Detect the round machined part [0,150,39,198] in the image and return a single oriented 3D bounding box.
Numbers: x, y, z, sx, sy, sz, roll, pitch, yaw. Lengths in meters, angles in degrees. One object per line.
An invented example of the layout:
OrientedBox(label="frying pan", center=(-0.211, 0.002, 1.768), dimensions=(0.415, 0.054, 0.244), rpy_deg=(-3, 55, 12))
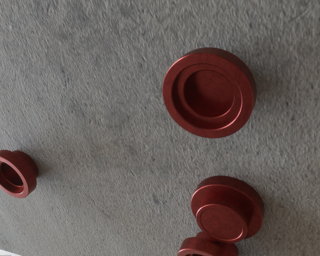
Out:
OrientedBox(label="round machined part", center=(-0.272, 0.082, 0.586), dimensions=(0.098, 0.042, 0.097), rpy_deg=(13, 124, 20))

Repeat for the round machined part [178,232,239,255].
OrientedBox(label="round machined part", center=(0.079, 0.193, 0.465), dimensions=(0.098, 0.042, 0.097), rpy_deg=(18, 137, 18))

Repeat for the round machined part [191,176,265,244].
OrientedBox(label="round machined part", center=(0.088, 0.117, 0.421), dimensions=(0.098, 0.042, 0.097), rpy_deg=(13, 124, 20))

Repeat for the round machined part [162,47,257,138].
OrientedBox(label="round machined part", center=(0.056, -0.041, 0.340), dimensions=(0.098, 0.042, 0.097), rpy_deg=(13, 124, 20))
